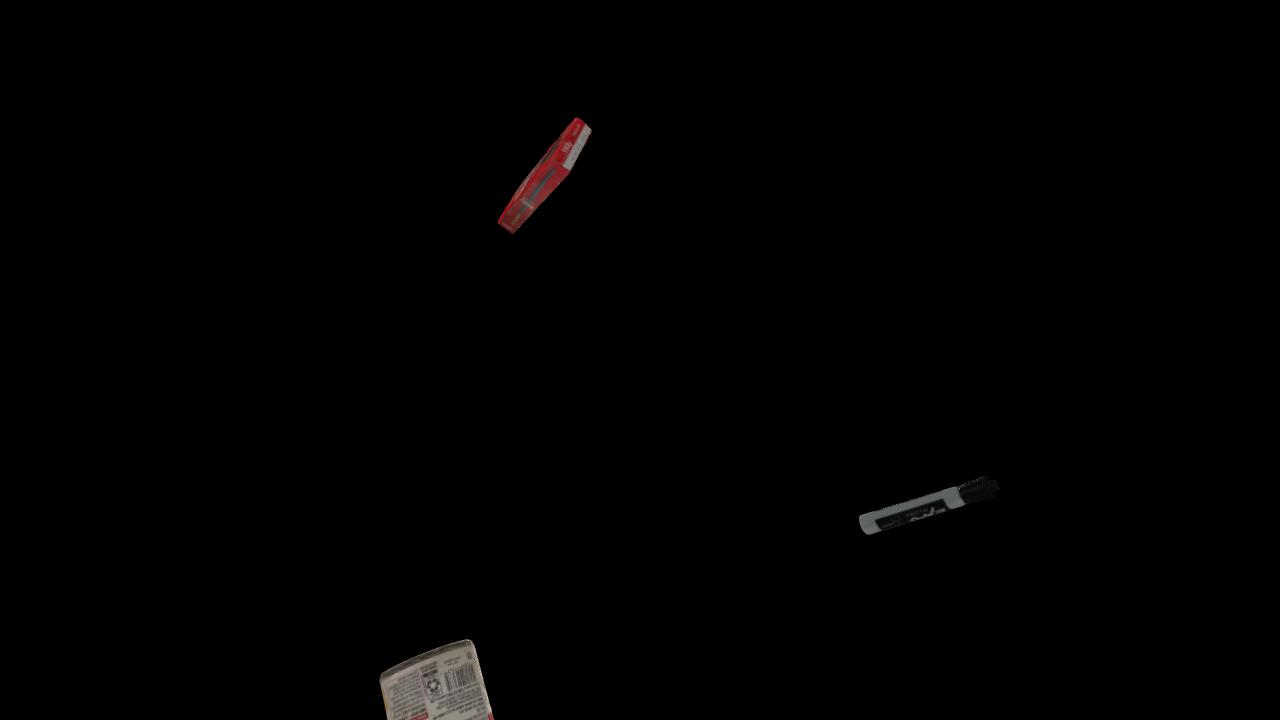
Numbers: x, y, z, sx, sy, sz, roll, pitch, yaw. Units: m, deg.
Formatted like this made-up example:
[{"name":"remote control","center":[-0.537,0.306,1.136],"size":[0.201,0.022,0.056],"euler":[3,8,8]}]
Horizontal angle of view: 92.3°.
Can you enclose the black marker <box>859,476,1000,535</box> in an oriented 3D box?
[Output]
[{"name":"black marker","center":[0.249,0.127,0.536],"size":[0.121,0.020,0.020],"euler":[-32,-21,37]}]

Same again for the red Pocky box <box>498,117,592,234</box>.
[{"name":"red Pocky box","center":[-0.121,-0.224,0.762],"size":[0.028,0.083,0.155],"euler":[34,-35,-22]}]

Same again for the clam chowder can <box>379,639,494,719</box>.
[{"name":"clam chowder can","center":[-0.135,0.256,0.423],"size":[0.068,0.102,0.068],"euler":[-20,-23,-9]}]
